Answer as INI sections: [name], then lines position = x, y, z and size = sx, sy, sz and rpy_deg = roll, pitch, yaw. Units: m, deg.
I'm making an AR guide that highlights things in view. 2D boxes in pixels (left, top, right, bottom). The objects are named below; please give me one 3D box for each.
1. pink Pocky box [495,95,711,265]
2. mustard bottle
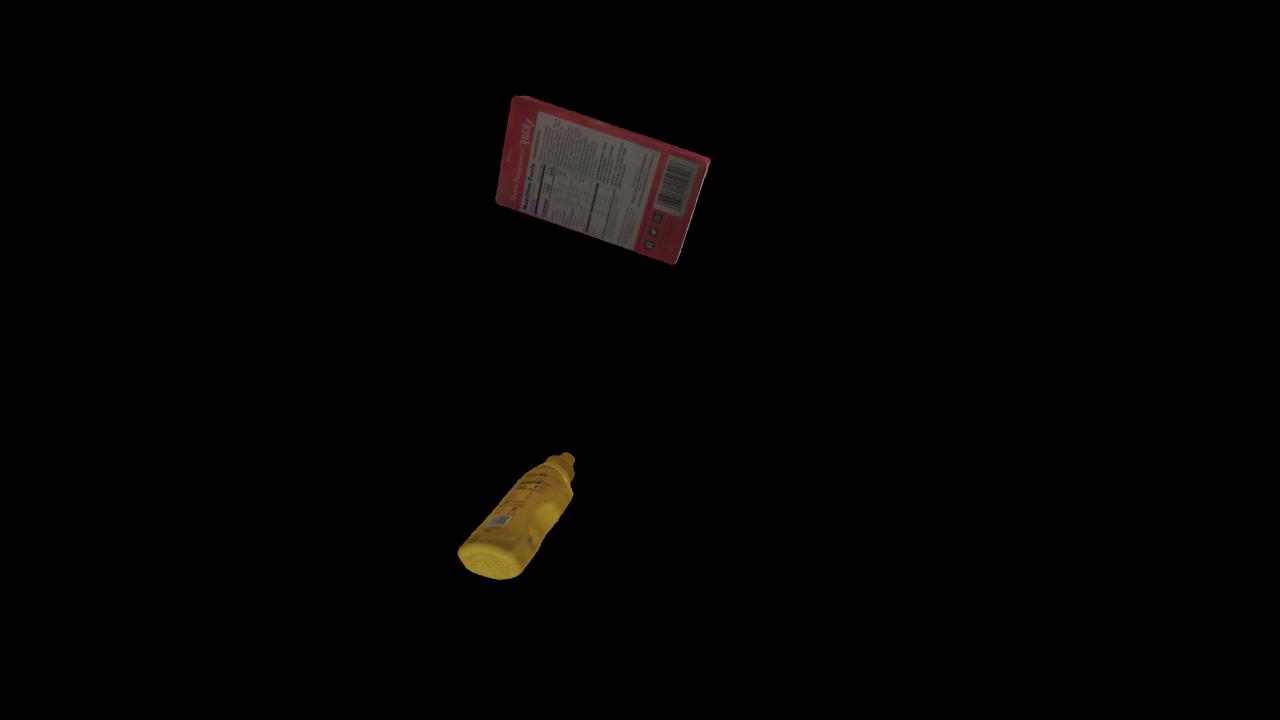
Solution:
[pink Pocky box]
position = -0.031, -0.139, 0.476
size = 0.155, 0.084, 0.029
rpy_deg = 20, 29, 3
[mustard bottle]
position = -0.129, 0.173, 0.734
size = 0.092, 0.054, 0.184
rpy_deg = -17, 23, 35
